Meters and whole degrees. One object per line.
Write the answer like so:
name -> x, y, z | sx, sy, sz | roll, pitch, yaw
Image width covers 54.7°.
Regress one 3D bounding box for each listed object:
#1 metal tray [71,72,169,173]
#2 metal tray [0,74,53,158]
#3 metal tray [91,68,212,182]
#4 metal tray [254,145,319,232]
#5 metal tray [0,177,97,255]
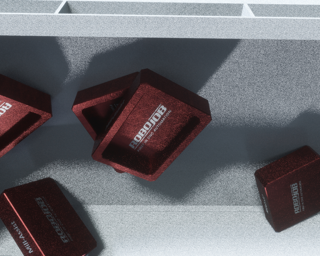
metal tray -> -0.041, -0.001, 0.404 | 0.090, 0.030, 0.130 | -16, 129, 13
metal tray -> -0.207, -0.009, 0.374 | 0.130, 0.030, 0.090 | -32, 146, 24
metal tray -> -0.013, 0.003, 0.367 | 0.090, 0.030, 0.129 | 25, 126, -20
metal tray -> 0.201, 0.097, 0.473 | 0.090, 0.030, 0.130 | -27, 127, -1
metal tray -> -0.159, 0.137, 0.437 | 0.030, 0.090, 0.130 | -44, 77, 20
